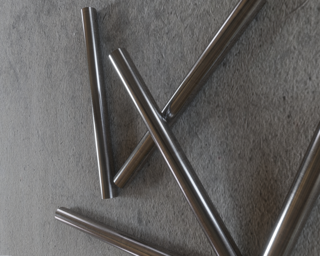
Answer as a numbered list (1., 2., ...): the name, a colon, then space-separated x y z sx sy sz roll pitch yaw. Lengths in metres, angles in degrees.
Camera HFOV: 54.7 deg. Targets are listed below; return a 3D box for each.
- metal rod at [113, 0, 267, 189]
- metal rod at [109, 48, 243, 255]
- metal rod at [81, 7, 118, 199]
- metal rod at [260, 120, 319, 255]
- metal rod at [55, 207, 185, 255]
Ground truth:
1. metal rod: 0.022 -0.030 0.386 0.025 0.025 0.298 51 120 28
2. metal rod: 0.017 0.033 0.365 0.025 0.025 0.299 -37 75 34
3. metal rod: -0.095 -0.042 0.483 0.025 0.025 0.298 -13 82 39
4. metal rod: 0.120 0.112 0.305 0.025 0.025 0.298 28 107 36
5. metal rod: -0.060 0.163 0.454 0.300 0.025 0.025 5 93 39
